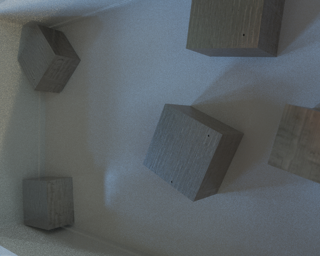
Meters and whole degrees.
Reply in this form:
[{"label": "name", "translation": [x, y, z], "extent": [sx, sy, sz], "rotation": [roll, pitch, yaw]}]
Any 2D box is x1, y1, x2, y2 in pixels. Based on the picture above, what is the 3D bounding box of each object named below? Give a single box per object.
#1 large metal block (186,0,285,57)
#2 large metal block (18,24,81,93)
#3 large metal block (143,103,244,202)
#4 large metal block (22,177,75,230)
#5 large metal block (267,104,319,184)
[{"label": "large metal block", "translation": [0.079, -0.119, 0.324], "extent": [0.080, 0.050, 0.079], "rotation": [11, 97, 39]}, {"label": "large metal block", "translation": [-0.196, -0.120, 0.546], "extent": [0.080, 0.050, 0.080], "rotation": [-48, 63, 26]}, {"label": "large metal block", "translation": [0.037, 0.025, 0.359], "extent": [0.080, 0.050, 0.079], "rotation": [32, 110, 35]}, {"label": "large metal block", "translation": [-0.200, 0.130, 0.552], "extent": [0.080, 0.050, 0.080], "rotation": [-6, 86, 39]}, {"label": "large metal block", "translation": [0.147, 0.016, 0.249], "extent": [0.080, 0.081, 0.050], "rotation": [21, 103, 37]}]
